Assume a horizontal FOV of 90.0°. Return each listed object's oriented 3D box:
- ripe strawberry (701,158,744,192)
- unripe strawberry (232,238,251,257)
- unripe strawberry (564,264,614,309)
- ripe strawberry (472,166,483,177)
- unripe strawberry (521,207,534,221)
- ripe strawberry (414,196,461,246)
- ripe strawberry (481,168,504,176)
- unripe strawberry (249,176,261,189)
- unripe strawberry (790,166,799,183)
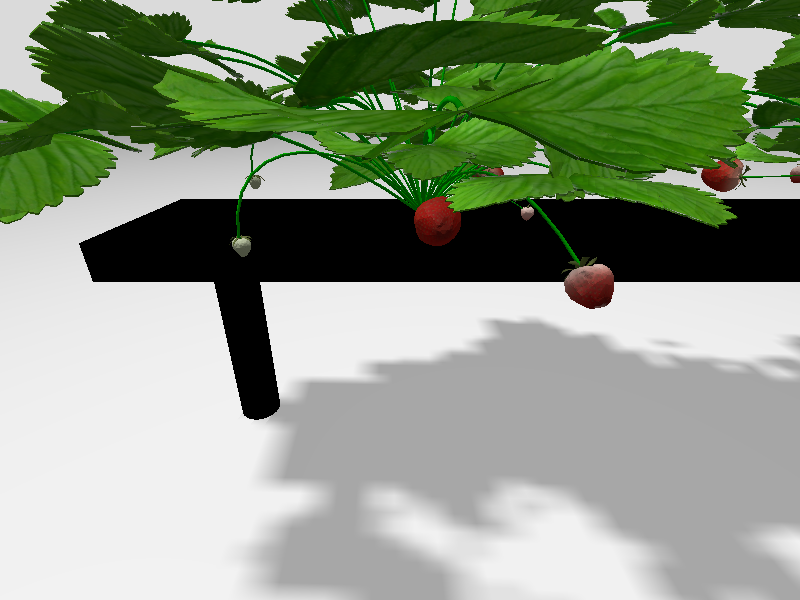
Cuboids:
[{"bbox_3d":[0.360,-0.141,0.449,0.035,0.037,0.037,-23,33,-38],"label":"ripe strawberry"},{"bbox_3d":[-0.092,-0.031,0.233,0.011,0.011,0.010,21,33,37],"label":"unripe strawberry"},{"bbox_3d":[0.089,-0.006,0.187,0.023,0.021,0.020,-10,-27,-19],"label":"unripe strawberry"},{"bbox_3d":[0.101,-0.170,0.508,0.036,0.031,0.036,11,28,22],"label":"ripe strawberry"},{"bbox_3d":[0.108,-0.073,0.340,0.011,0.011,0.011,3,26,7],"label":"unripe strawberry"},{"bbox_3d":[0.026,-0.051,0.268,0.032,0.034,0.035,-2,27,-3],"label":"ripe strawberry"},{"bbox_3d":[0.107,-0.141,0.460,0.026,0.027,0.028,17,30,31],"label":"ripe strawberry"},{"bbox_3d":[-0.156,-0.127,0.430,0.015,0.014,0.013,13,29,25],"label":"unripe strawberry"},{"bbox_3d":[0.497,-0.156,0.498,0.021,0.021,0.018,4,30,8],"label":"unripe strawberry"}]
